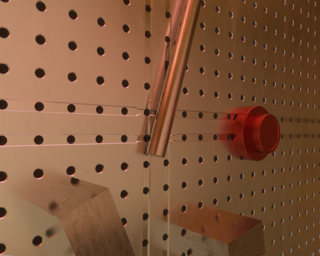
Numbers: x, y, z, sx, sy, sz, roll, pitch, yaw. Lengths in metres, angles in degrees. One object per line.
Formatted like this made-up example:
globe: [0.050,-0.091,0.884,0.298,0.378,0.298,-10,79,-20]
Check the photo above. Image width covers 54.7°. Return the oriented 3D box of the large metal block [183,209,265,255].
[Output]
large metal block: [0.094,0.164,0.453,0.081,0.080,0.050,-13,99,-39]

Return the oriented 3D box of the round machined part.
round machined part: [0.175,0.009,0.545,0.099,0.042,0.097,0,90,-40]

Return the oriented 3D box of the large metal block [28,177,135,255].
large metal block: [-0.078,0.101,0.308,0.050,0.080,0.080,-29,108,-36]

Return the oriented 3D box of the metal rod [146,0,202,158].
metal rod: [0.029,-0.107,0.433,0.025,0.025,0.299,23,76,-38]
